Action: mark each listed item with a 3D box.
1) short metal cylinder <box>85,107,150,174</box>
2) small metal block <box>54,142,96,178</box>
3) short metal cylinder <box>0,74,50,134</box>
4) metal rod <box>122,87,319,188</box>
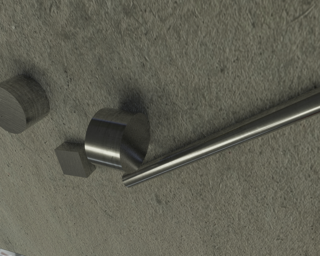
[{"bbox_3d":[-0.053,0.016,0.409,0.050,0.080,0.079,10,123,23],"label":"short metal cylinder"},{"bbox_3d":[-0.140,0.052,0.513,0.050,0.025,0.050,3,120,26],"label":"small metal block"},{"bbox_3d":[-0.222,-0.038,0.485,0.080,0.050,0.079,13,124,21],"label":"short metal cylinder"},{"bbox_3d":[0.057,0.026,0.392,0.299,0.025,0.025,-28,103,37],"label":"metal rod"}]
